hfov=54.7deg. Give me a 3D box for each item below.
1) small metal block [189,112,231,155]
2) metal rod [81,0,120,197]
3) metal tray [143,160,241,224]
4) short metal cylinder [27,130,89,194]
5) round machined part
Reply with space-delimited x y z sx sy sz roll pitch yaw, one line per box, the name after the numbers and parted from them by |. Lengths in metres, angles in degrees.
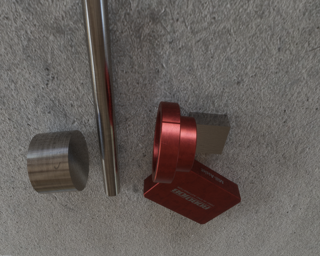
0.062 0.007 0.415 0.050 0.025 0.050 4 130 -5 | small metal block
-0.069 -0.015 0.393 0.025 0.025 0.298 1 130 -2 | metal rod
0.051 0.099 0.490 0.131 0.030 0.090 32 123 -25 | metal tray
-0.130 0.044 0.407 0.050 0.080 0.080 -5 130 4 | short metal cylinder
0.017 0.018 0.375 0.042 0.098 0.097 6 130 -5 | round machined part
